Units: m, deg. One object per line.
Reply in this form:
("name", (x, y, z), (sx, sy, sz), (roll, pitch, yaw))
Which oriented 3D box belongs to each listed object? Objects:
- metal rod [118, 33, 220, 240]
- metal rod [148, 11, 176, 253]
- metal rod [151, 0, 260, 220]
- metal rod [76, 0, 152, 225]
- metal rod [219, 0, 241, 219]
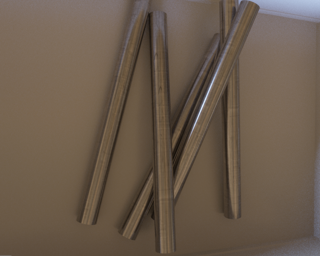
("metal rod", (0.023, 0.005, 0.418), (0.025, 0.025, 0.299), (29, 80, -18))
("metal rod", (0.002, -0.001, 0.390), (0.025, 0.025, 0.298), (1, 82, -20))
("metal rod", (0.056, -0.016, 0.399), (0.025, 0.025, 0.298), (21, 95, -19))
("metal rod", (-0.055, -0.031, 0.389), (0.025, 0.025, 0.299), (15, 85, -20))
("metal rod", (0.098, -0.020, 0.429), (0.025, 0.025, 0.298), (-6, 98, -20))
